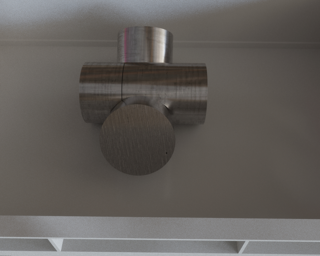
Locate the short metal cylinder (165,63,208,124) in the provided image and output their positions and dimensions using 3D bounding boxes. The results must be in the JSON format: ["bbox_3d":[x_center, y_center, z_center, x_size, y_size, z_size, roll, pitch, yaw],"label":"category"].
[{"bbox_3d":[0.032,-0.045,0.405,0.050,0.080,0.080,1,50,1],"label":"short metal cylinder"}]

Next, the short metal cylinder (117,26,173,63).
[{"bbox_3d":[-0.021,-0.109,0.449,0.080,0.080,0.050,1,88,1],"label":"short metal cylinder"}]

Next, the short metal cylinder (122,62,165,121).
[{"bbox_3d":[-0.019,-0.045,0.405,0.050,0.080,0.080,1,50,1],"label":"short metal cylinder"}]

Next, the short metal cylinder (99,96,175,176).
[{"bbox_3d":[-0.024,0.007,0.352,0.080,0.079,0.050,0,16,0],"label":"short metal cylinder"}]

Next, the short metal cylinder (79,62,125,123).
[{"bbox_3d":[-0.070,-0.046,0.405,0.050,0.080,0.080,1,50,1],"label":"short metal cylinder"}]
